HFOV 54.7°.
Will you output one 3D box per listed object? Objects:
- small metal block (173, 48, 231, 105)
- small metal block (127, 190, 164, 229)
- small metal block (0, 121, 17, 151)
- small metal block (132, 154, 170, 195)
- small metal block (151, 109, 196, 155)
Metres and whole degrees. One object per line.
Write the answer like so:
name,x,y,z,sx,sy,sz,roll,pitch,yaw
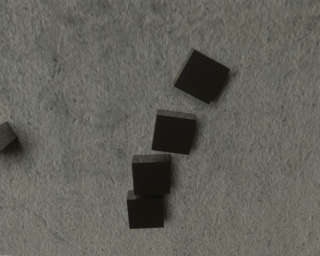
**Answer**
small metal block,0.051,-0.065,0.387,0.050,0.025,0.050,26,108,-10
small metal block,-0.020,0.118,0.453,0.050,0.025,0.050,-3,110,0
small metal block,-0.224,0.020,0.401,0.050,0.050,0.025,-24,109,8
small metal block,-0.012,0.065,0.434,0.050,0.025,0.050,-2,110,0
small metal block,0.017,0.005,0.412,0.050,0.025,0.050,8,110,-4
